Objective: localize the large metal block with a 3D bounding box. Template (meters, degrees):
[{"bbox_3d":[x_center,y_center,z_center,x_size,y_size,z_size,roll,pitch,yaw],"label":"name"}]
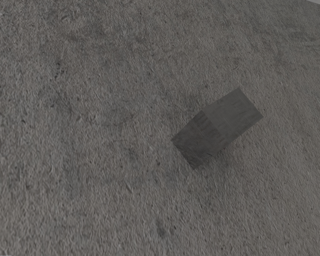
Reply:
[{"bbox_3d":[0.073,0.001,0.407,0.081,0.080,0.050,-30,79,-38],"label":"large metal block"}]
